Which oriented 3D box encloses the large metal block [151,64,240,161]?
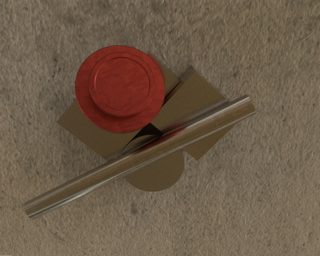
[{"bbox_3d":[0.043,-0.020,0.391,0.080,0.050,0.080,40,105,-14],"label":"large metal block"}]

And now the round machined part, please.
[{"bbox_3d":[-0.042,-0.043,0.338,0.099,0.042,0.097,1,84,-12],"label":"round machined part"}]

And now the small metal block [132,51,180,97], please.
[{"bbox_3d":[-0.011,-0.060,0.388,0.050,0.025,0.050,41,105,-14],"label":"small metal block"}]

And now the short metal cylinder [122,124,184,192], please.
[{"bbox_3d":[-0.010,0.037,0.410,0.081,0.050,0.079,0,110,-1],"label":"short metal cylinder"}]

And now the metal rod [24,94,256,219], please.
[{"bbox_3d":[-0.031,0.039,0.371,0.301,0.025,0.025,-26,108,9],"label":"metal rod"}]

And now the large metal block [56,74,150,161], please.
[{"bbox_3d":[-0.066,-0.018,0.389,0.080,0.050,0.080,40,105,-14],"label":"large metal block"}]
